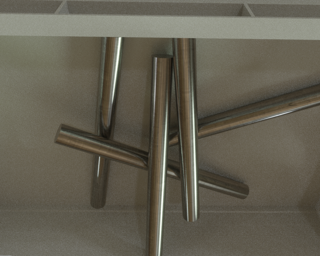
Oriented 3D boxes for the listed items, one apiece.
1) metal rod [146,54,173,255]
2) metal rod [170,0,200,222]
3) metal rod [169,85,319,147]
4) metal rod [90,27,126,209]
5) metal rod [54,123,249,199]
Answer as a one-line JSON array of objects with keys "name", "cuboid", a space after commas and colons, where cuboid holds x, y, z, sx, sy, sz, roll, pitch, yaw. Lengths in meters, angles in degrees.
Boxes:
[{"name": "metal rod", "cuboid": [-0.003, 0.057, 0.402, 0.025, 0.025, 0.298, 2, 113, -2]}, {"name": "metal rod", "cuboid": [0.034, 0.002, 0.380, 0.025, 0.025, 0.298, -4, 121, 3]}, {"name": "metal rod", "cuboid": [0.130, -0.021, 0.391, 0.301, 0.025, 0.025, -16, 128, 13]}, {"name": "metal rod", "cuboid": [-0.075, 0.012, 0.417, 0.025, 0.025, 0.298, 8, 130, -7]}, {"name": "metal rod", "cuboid": [0.006, 0.054, 0.434, 0.302, 0.025, 0.025, 21, 127, -25]}]
